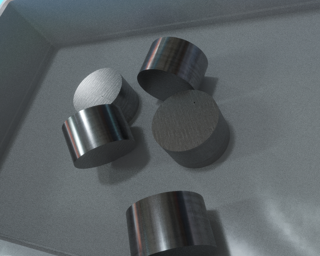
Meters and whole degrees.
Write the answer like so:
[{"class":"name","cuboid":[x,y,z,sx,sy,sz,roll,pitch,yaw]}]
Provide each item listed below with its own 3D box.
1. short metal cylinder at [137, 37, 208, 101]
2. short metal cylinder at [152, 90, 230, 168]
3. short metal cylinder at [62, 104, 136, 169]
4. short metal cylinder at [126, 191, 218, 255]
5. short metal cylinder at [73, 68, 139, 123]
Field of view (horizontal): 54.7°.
[{"class":"short metal cylinder","cuboid":[0.017,-0.073,0.405,0.080,0.080,0.050,8,66,31]},{"class":"short metal cylinder","cuboid":[0.037,0.002,0.368,0.080,0.050,0.080,-13,56,20]},{"class":"short metal cylinder","cuboid":[-0.077,0.012,0.394,0.080,0.080,0.050,-28,72,10]},{"class":"short metal cylinder","cuboid":[0.010,0.102,0.302,0.080,0.080,0.050,-23,54,14]},{"class":"short metal cylinder","cuboid":[-0.078,-0.041,0.454,0.080,0.050,0.080,-13,56,20]}]
